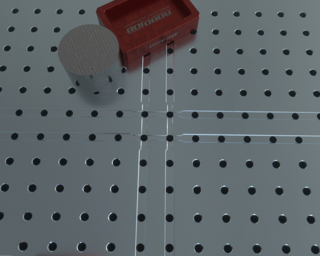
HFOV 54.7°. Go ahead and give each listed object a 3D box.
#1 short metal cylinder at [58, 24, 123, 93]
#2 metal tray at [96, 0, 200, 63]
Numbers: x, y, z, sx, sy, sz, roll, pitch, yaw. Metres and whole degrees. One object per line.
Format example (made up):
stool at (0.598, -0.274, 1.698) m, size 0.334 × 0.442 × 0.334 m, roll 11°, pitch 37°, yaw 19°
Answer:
short metal cylinder at (-0.094, -0.096, 0.433) m, size 0.081 × 0.050 × 0.080 m, roll 0°, pitch 70°, yaw 0°
metal tray at (-0.018, -0.165, 0.469) m, size 0.131 × 0.030 × 0.090 m, roll -29°, pitch 73°, yaw -10°
